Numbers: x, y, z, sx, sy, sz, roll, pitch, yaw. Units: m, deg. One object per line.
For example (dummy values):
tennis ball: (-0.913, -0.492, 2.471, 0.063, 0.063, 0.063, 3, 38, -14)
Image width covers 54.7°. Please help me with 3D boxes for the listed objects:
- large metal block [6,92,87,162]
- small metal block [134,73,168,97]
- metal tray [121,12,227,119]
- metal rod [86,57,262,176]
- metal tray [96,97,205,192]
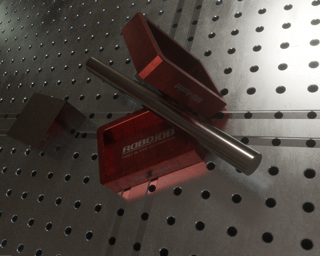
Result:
large metal block: (-0.177, -0.003, 0.484, 0.080, 0.050, 0.080, 15, 69, 34)
small metal block: (0.000, -0.057, 0.426, 0.050, 0.050, 0.025, 35, 82, 38)
metal tray: (0.020, -0.071, 0.371, 0.030, 0.131, 0.090, -41, 49, 23)
metal rod: (-0.007, -0.032, 0.390, 0.300, 0.025, 0.025, 35, 81, 38)
metal tray: (-0.017, 0.019, 0.400, 0.130, 0.030, 0.090, -22, 54, 14)
